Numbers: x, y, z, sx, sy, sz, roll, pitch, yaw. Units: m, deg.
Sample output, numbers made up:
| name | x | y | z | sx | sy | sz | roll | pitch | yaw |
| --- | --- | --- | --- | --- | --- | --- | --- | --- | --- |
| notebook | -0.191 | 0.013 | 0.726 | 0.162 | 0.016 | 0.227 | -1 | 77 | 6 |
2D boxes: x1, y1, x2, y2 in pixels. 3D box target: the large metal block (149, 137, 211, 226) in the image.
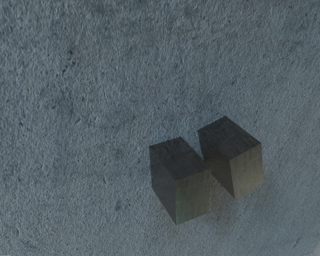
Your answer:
| name | x | y | z | sx | sy | sz | roll | pitch | yaw |
| --- | --- | --- | --- | --- | --- | --- | --- | --- | --- |
| large metal block | 0.026 | 0.071 | 0.429 | 0.050 | 0.080 | 0.079 | -16 | 125 | -20 |

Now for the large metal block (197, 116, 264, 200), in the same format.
| name | x | y | z | sx | sy | sz | roll | pitch | yaw |
| --- | --- | --- | --- | --- | --- | --- | --- | --- | --- |
| large metal block | 0.103 | 0.042 | 0.453 | 0.050 | 0.080 | 0.080 | -26 | 128 | -12 |
